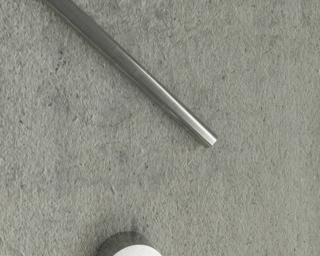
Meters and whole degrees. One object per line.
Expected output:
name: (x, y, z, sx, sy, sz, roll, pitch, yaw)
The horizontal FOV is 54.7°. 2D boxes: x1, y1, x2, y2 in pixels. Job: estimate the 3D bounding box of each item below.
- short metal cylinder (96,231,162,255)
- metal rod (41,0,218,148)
short metal cylinder: (-0.038, 0.175, 0.382, 0.081, 0.050, 0.080, 0, 90, -20)
metal rod: (-0.037, -0.076, 0.395, 0.300, 0.025, 0.025, 41, 77, -16)
